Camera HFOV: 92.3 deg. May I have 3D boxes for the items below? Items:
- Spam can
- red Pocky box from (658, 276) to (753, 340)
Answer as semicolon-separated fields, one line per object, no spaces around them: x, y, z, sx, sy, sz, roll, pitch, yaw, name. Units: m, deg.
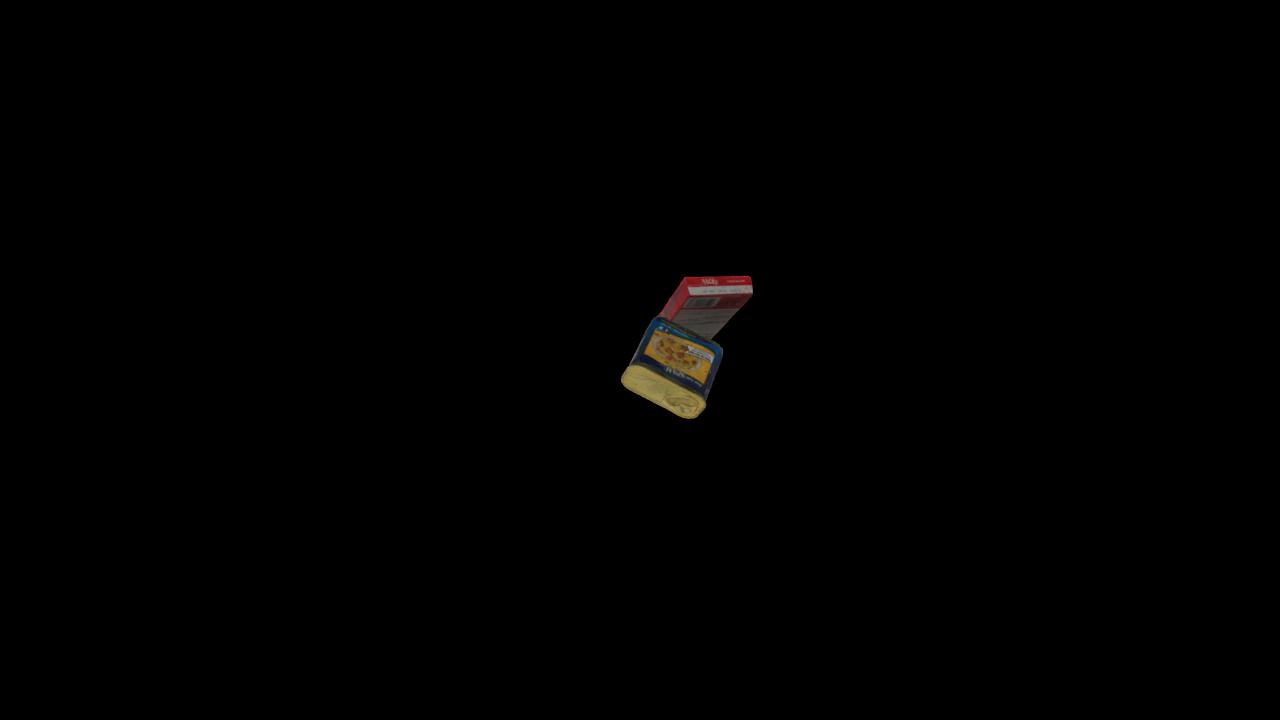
0.040;0.007;0.728;0.101;0.085;0.058;28;-35;-5;Spam can
0.068;-0.056;0.751;0.083;0.028;0.155;-4;-20;-18;red Pocky box
